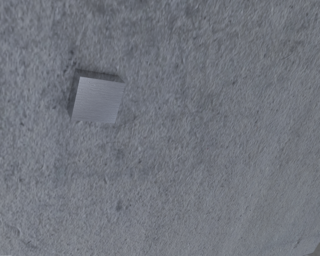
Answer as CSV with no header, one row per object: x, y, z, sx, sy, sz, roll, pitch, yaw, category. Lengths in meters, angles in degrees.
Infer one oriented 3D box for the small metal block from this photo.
-0.072,-0.035,0.346,0.050,0.025,0.050,4,116,-31,small metal block
